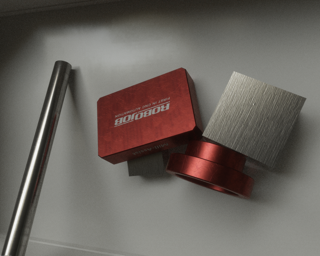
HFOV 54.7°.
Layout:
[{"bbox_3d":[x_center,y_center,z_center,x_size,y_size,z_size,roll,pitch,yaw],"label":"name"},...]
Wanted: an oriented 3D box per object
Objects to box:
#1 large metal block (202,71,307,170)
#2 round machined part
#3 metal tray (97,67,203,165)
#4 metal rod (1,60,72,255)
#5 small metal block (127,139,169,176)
[{"bbox_3d":[0.105,-0.007,0.352,0.080,0.050,0.080,25,86,17],"label":"large metal block"},{"bbox_3d":[0.059,0.045,0.353,0.098,0.098,0.042,16,78,19],"label":"round machined part"},{"bbox_3d":[-0.017,-0.014,0.395,0.130,0.030,0.090,-17,61,18],"label":"metal tray"},{"bbox_3d":[-0.158,0.043,0.402,0.025,0.025,0.299,-3,65,19],"label":"metal rod"},{"bbox_3d":[-0.017,0.036,0.415,0.050,0.025,0.050,-8,87,19],"label":"small metal block"}]
